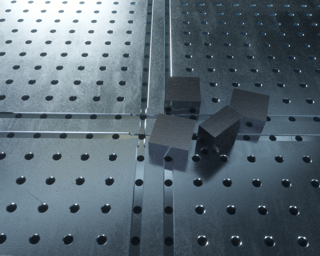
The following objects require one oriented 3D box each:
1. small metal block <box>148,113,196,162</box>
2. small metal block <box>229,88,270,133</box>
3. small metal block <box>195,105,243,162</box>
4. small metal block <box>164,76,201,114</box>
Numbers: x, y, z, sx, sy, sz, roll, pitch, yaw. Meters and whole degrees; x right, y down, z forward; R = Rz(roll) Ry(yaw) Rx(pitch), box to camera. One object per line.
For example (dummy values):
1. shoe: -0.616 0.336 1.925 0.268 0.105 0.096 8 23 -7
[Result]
1. small metal block: 0.016 0.012 0.398 0.050 0.025 0.050 11 51 9
2. small metal block: 0.121 -0.025 0.430 0.050 0.025 0.050 14 51 11
3. small metal block: 0.073 0.007 0.387 0.050 0.050 0.025 -34 58 -25
4. small metal block: 0.032 -0.048 0.449 0.050 0.025 0.050 2 50 1
